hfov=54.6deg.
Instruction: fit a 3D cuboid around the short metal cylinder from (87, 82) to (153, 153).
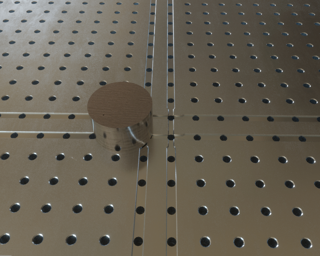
[{"bbox_3d":[-0.050,-0.015,0.404,0.080,0.050,0.080,0,50,0],"label":"short metal cylinder"}]
